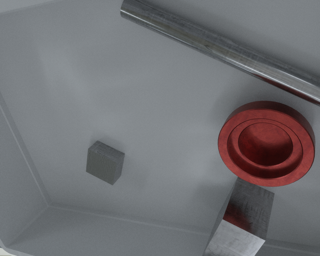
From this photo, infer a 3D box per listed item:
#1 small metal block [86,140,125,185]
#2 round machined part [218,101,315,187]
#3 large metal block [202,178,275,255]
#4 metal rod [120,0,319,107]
[{"bbox_3d":[-0.086,0.055,0.486,0.050,0.025,0.050,24,127,13],"label":"small metal block"},{"bbox_3d":[0.118,0.014,0.344,0.098,0.042,0.097,13,124,20],"label":"round machined part"},{"bbox_3d":[0.101,0.124,0.396,0.050,0.080,0.079,25,127,13],"label":"large metal block"},{"bbox_3d":[0.095,-0.067,0.316,0.301,0.025,0.025,27,128,10],"label":"metal rod"}]
